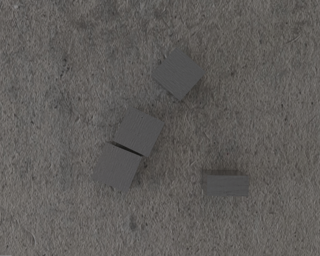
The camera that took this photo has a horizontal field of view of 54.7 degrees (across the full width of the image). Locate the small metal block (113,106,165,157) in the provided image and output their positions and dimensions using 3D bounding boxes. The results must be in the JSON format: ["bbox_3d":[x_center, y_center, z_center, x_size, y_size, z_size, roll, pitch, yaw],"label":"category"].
[{"bbox_3d":[-0.027,0.005,0.410,0.050,0.025,0.050,26,90,0],"label":"small metal block"}]

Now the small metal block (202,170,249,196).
[{"bbox_3d":[0.082,0.070,0.398,0.050,0.050,0.025,1,90,0],"label":"small metal block"}]

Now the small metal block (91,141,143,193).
[{"bbox_3d":[-0.056,0.050,0.409,0.050,0.025,0.050,22,90,0],"label":"small metal block"}]

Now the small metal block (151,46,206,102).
[{"bbox_3d":[0.024,-0.070,0.410,0.050,0.025,0.050,42,90,0],"label":"small metal block"}]
